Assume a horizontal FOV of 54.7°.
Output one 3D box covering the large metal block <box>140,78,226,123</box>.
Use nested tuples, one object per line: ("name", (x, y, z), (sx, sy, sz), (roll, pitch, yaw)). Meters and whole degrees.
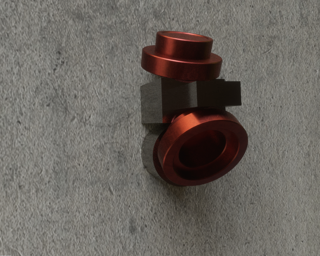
("large metal block", (0.026, -0.032, 0.391), (0.081, 0.080, 0.050), (-2, 91, -20))

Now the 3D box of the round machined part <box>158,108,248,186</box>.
("round machined part", (0.044, 0.017, 0.348), (0.099, 0.042, 0.097), (-11, 132, -13))

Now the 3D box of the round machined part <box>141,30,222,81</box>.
("round machined part", (0.027, -0.092, 0.378), (0.099, 0.098, 0.042), (-2, 116, -20))

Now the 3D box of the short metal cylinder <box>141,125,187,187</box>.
("short metal cylinder", (0.020, 0.033, 0.407), (0.081, 0.050, 0.079), (0, 90, -21))

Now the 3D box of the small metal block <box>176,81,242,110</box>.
("small metal block", (0.051, -0.034, 0.331), (0.050, 0.050, 0.025), (-3, 91, -20))
